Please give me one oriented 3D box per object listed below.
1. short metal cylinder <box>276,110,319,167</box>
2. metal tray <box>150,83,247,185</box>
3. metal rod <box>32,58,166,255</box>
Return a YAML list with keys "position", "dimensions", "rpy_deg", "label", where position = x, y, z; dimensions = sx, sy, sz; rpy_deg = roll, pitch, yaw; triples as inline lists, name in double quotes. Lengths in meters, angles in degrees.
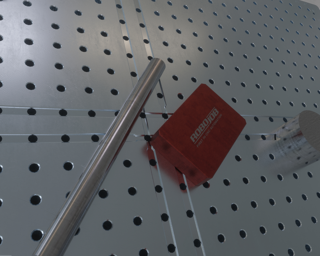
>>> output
- position: [0.242, 0.018, 0.512]
  dimensions: [0.081, 0.050, 0.080]
  rpy_deg: [14, 56, -21]
  label: "short metal cylinder"
- position: [0.058, 0.004, 0.434]
  dimensions: [0.090, 0.030, 0.131]
  rpy_deg: [42, 51, 1]
  label: "metal tray"
- position: [-0.054, 0.013, 0.371]
  dimensions: [0.025, 0.025, 0.301]
  rpy_deg: [32, 52, -8]
  label: "metal rod"
